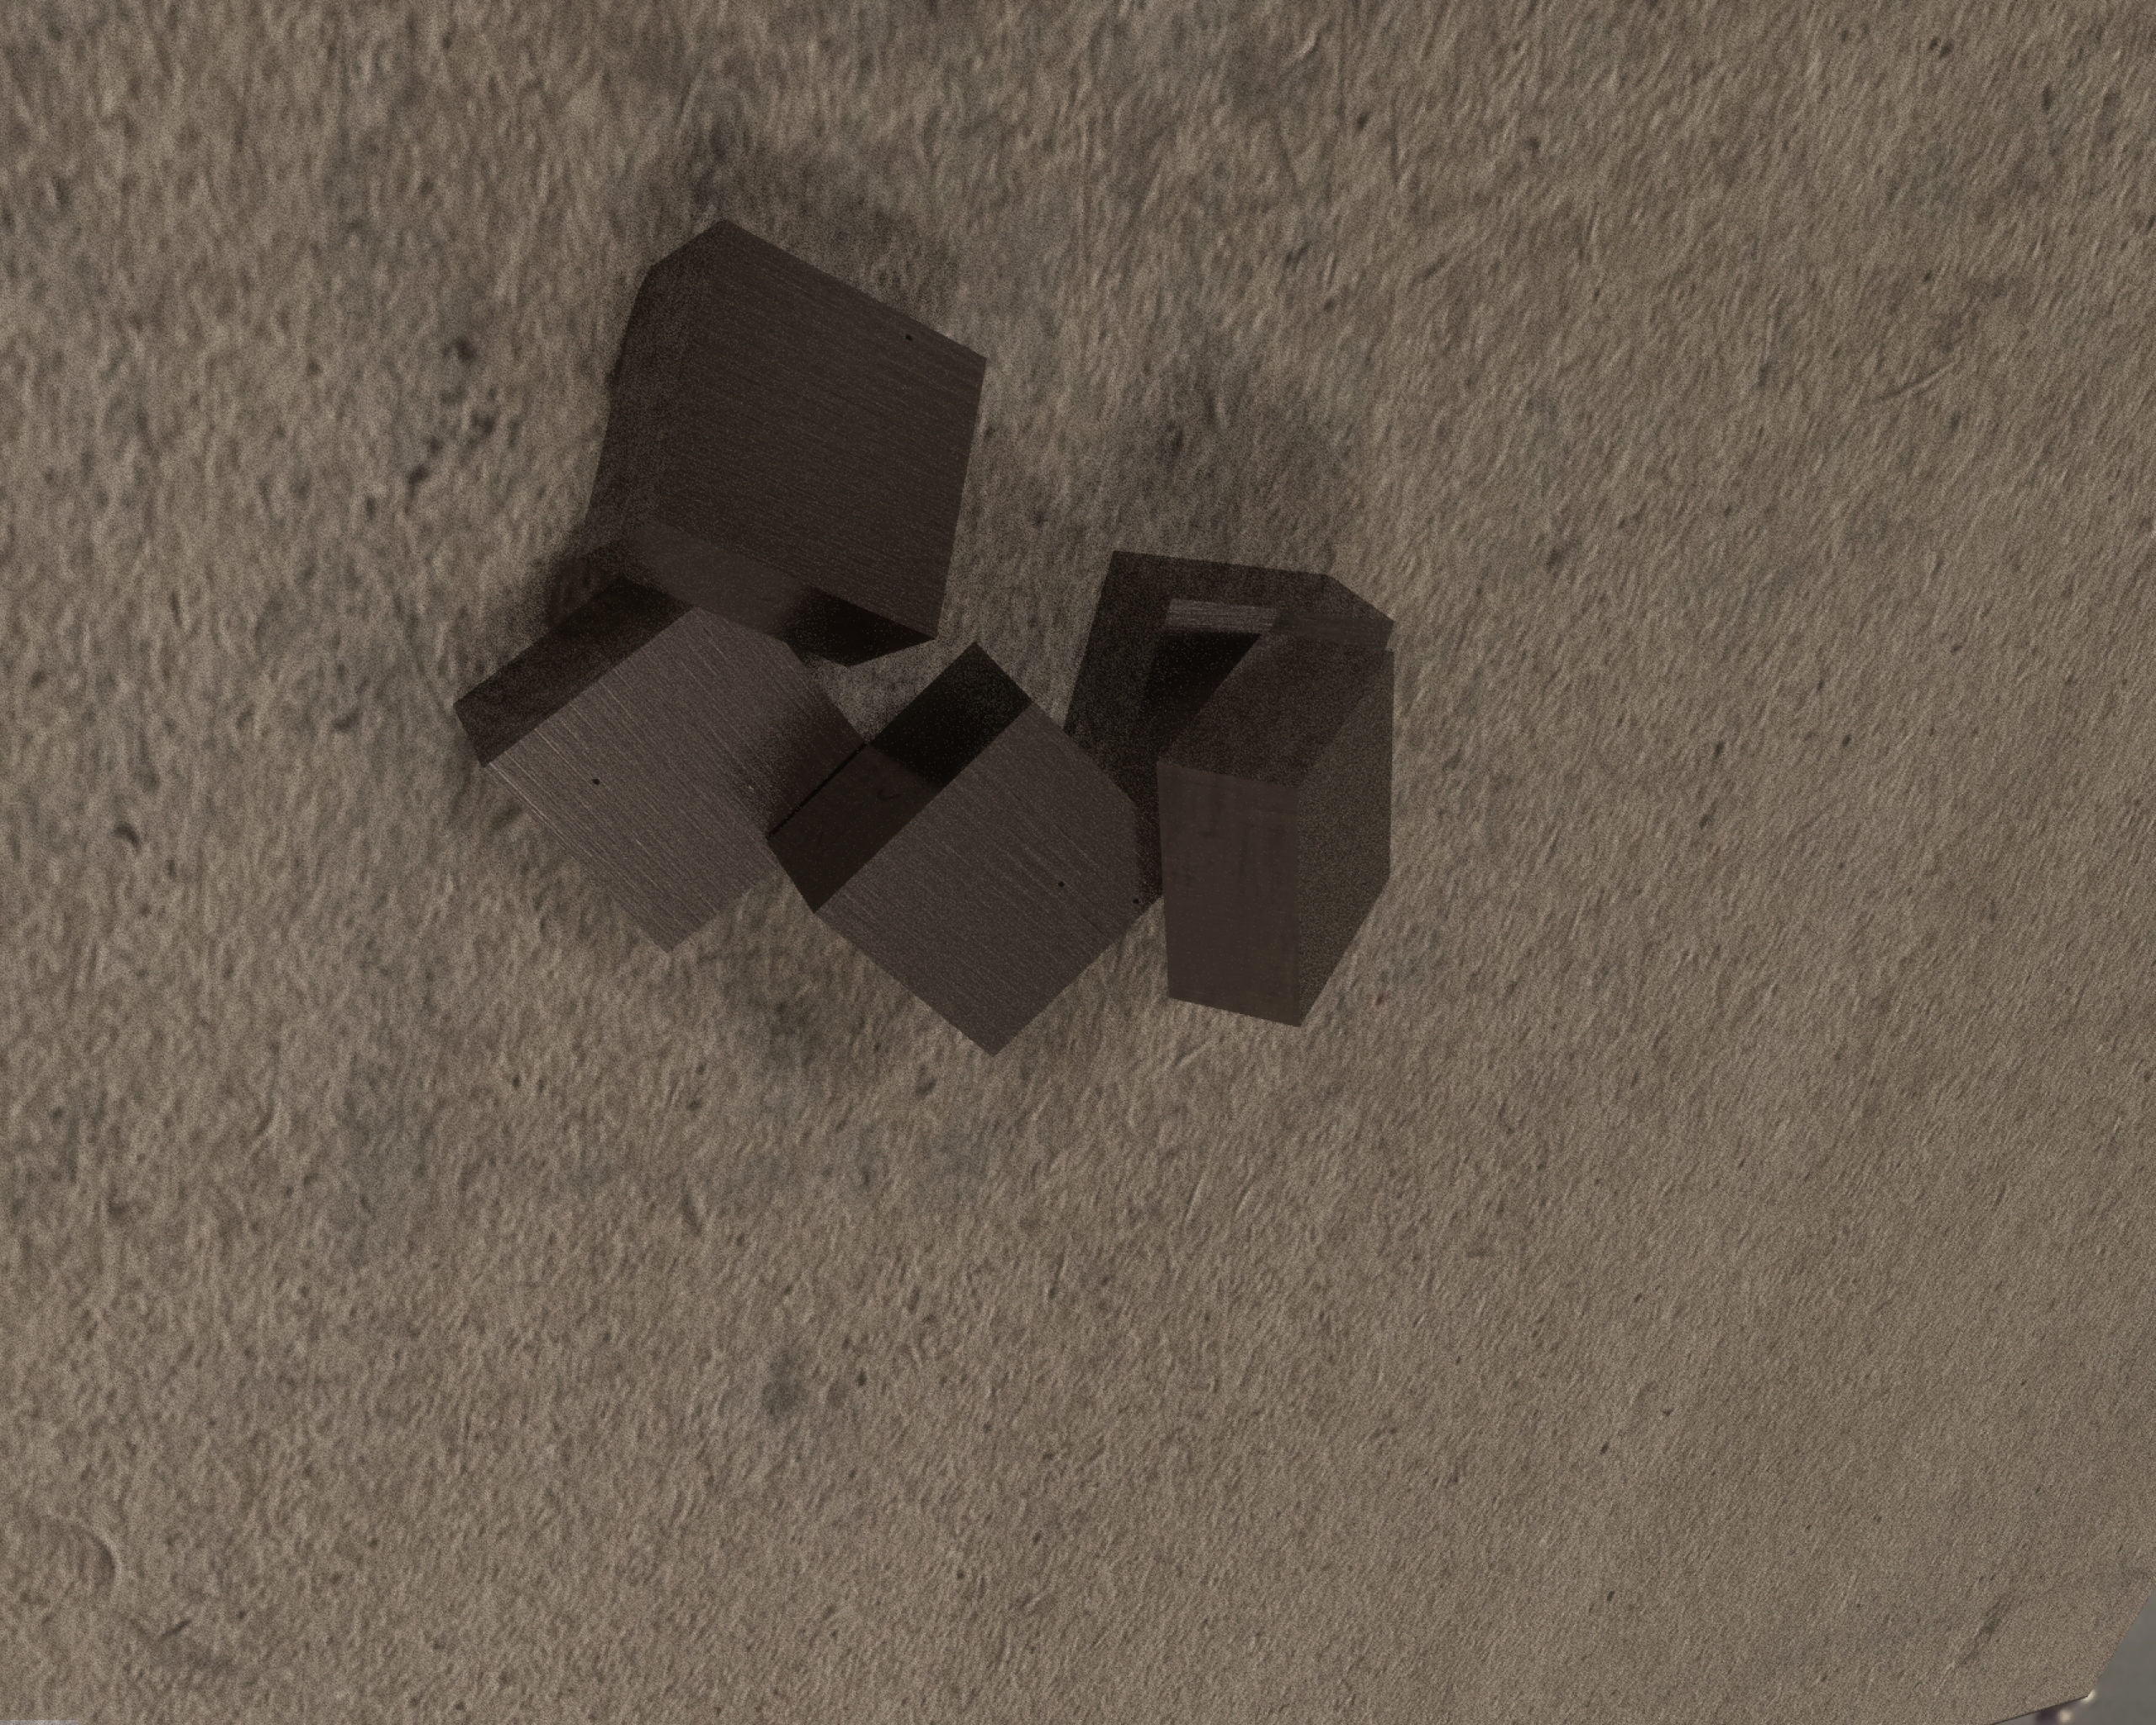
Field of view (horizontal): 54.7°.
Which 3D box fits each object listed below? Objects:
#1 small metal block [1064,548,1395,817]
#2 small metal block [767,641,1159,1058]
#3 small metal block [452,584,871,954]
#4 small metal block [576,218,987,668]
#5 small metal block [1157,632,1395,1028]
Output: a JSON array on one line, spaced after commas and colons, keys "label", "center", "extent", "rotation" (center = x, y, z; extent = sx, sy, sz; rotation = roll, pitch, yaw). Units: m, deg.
[{"label": "small metal block", "center": [0.027, -0.031, 0.406], "extent": [0.050, 0.025, 0.050], "rotation": [2, 118, -30]}, {"label": "small metal block", "center": [-0.016, -0.002, 0.366], "extent": [0.050, 0.025, 0.050], "rotation": [-44, 130, 2]}, {"label": "small metal block", "center": [-0.069, -0.021, 0.358], "extent": [0.050, 0.025, 0.050], "rotation": [-38, 130, -3]}, {"label": "small metal block", "center": [-0.046, -0.064, 0.330], "extent": [0.050, 0.025, 0.050], "rotation": [20, 71, -36]}, {"label": "small metal block", "center": [0.037, -0.007, 0.377], "extent": [0.050, 0.025, 0.050], "rotation": [-51, 145, -48]}]
